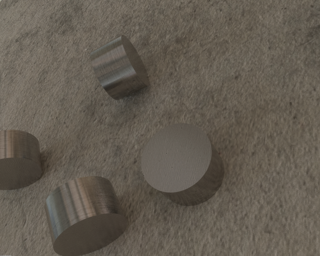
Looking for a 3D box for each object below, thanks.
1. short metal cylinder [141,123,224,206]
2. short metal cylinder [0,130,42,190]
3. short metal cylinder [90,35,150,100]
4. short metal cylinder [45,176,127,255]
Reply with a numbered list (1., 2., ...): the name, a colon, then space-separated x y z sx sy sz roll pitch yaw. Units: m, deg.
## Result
1. short metal cylinder: 0.026 0.041 0.348 0.080 0.050 0.080 -13 56 20
2. short metal cylinder: -0.217 0.047 0.451 0.080 0.080 0.050 -29 52 9
3. short metal cylinder: -0.057 -0.087 0.450 0.050 0.080 0.080 -25 53 13
4. short metal cylinder: -0.084 0.100 0.350 0.080 0.080 0.050 -35 52 5
